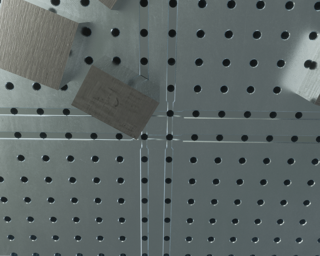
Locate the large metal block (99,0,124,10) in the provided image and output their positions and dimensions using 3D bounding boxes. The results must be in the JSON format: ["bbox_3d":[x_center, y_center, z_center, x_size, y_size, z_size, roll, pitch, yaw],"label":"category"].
[{"bbox_3d":[-0.060,-0.186,0.331,0.080,0.050,0.080,35,106,-12],"label":"large metal block"}]

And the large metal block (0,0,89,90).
[{"bbox_3d":[-0.139,-0.101,0.362,0.080,0.050,0.080,21,109,-8],"label":"large metal block"}]

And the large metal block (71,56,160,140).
[{"bbox_3d":[-0.048,-0.040,0.369,0.080,0.080,0.050,29,108,-10],"label":"large metal block"}]

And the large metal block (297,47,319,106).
[{"bbox_3d":[0.232,-0.061,0.379,0.080,0.050,0.080,17,109,-6],"label":"large metal block"}]
